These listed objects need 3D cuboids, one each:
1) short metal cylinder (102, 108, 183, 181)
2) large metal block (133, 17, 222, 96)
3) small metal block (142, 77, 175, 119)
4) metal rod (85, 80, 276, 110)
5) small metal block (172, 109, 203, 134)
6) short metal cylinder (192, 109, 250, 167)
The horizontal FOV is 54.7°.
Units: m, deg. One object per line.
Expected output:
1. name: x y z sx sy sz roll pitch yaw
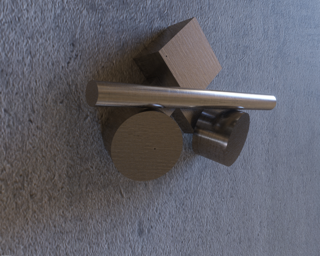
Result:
1. short metal cylinder: -0.021 0.013 0.353 0.081 0.050 0.079 -6 109 -19
2. large metal block: 0.026 -0.085 0.408 0.080 0.050 0.080 -50 120 -28
3. small metal block: -0.012 -0.029 0.396 0.050 0.025 0.050 -51 120 -29
4. metal rod: 0.053 -0.036 0.383 0.302 0.025 0.025 -2 92 -40
5. small metal block: 0.044 -0.027 0.442 0.050 0.025 0.050 -51 120 -28
6. short metal cylinder: 0.089 0.009 0.446 0.081 0.050 0.079 -36 137 -43
